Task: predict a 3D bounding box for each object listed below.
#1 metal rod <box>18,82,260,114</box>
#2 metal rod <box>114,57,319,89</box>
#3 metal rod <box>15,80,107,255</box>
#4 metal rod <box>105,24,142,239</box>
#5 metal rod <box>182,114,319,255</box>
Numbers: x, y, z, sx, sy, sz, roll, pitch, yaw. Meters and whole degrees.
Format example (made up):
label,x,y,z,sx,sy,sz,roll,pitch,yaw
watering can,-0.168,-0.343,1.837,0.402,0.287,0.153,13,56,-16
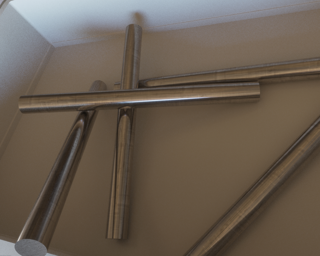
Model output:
label,x,y,z,sx,sy,sz,roll,pitch,yaw
metal rod,-0.031,-0.037,0.391,0.302,0.025,0.025,-2,59,8
metal rod,0.071,-0.064,0.406,0.301,0.025,0.025,-2,61,26
metal rod,-0.100,0.015,0.371,0.025,0.025,0.300,-22,29,14
metal rod,-0.045,-0.011,0.411,0.025,0.025,0.299,-8,65,23
metal rod,0.129,0.038,0.313,0.300,0.025,0.025,-45,51,-4
